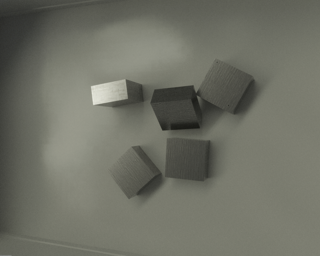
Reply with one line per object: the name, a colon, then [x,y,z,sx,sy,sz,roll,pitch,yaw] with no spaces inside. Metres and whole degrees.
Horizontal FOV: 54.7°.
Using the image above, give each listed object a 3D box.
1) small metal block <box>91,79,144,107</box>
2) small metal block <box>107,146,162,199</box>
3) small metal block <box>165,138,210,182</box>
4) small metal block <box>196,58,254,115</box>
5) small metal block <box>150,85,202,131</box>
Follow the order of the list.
small metal block: [-0.056,-0.045,0.417,0.050,0.050,0.025,-8,88,20]
small metal block: [-0.035,0.060,0.423,0.050,0.025,0.050,-44,77,14]
small metal block: [0.035,0.039,0.398,0.050,0.025,0.050,3,91,20]
small metal block: [0.080,-0.051,0.382,0.050,0.025,0.050,31,100,17]
small metal block: [0.022,-0.024,0.387,0.050,0.050,0.025,-4,47,20]
